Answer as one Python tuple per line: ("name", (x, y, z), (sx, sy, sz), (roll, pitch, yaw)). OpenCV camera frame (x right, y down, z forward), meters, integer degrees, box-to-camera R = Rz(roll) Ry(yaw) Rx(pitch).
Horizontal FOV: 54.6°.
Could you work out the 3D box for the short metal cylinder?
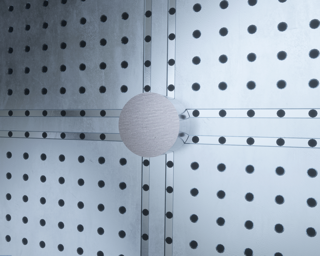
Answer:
("short metal cylinder", (-0.006, -0.004, 0.402), (0.080, 0.050, 0.080), (0, 90, 20))
